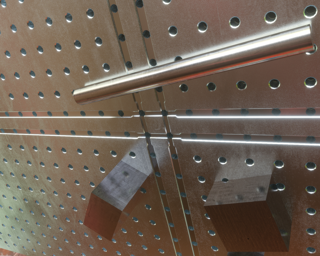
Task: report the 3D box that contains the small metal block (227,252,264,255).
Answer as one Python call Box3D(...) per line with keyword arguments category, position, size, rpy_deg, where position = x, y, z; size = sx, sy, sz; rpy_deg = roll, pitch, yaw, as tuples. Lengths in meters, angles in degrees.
Box3D(category="small metal block", position=(0.126, 0.210, 0.474), size=(0.050, 0.025, 0.050), rpy_deg=(16, 125, 19))

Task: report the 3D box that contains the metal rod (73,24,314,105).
Box3D(category="metal rod", position=(0.013, -0.064, 0.363), size=(0.300, 0.025, 0.025), rpy_deg=(-9, 114, 31))

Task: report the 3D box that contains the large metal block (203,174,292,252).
Box3D(category="large metal block", position=(0.116, 0.113, 0.403), size=(0.080, 0.050, 0.080), rpy_deg=(-16, 111, 34))

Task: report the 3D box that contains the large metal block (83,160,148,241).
Box3D(category="large metal block", position=(-0.068, 0.111, 0.478), size=(0.050, 0.080, 0.079), rpy_deg=(29, 128, 10))
